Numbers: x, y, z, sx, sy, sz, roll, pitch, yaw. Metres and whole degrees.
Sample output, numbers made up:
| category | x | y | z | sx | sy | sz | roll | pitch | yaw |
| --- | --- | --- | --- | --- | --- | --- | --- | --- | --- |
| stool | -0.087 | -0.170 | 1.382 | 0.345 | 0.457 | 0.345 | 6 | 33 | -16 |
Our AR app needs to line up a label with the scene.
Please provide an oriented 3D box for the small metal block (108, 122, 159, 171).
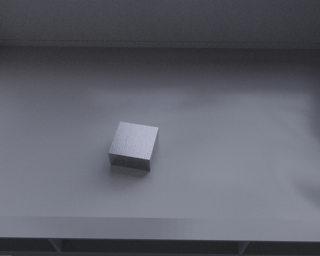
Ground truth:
| category | x | y | z | sx | sy | sz | roll | pitch | yaw |
| --- | --- | --- | --- | --- | --- | --- | --- | --- | --- |
| small metal block | -0.031 | 0.022 | 0.386 | 0.050 | 0.025 | 0.050 | 9 | 51 | 7 |
